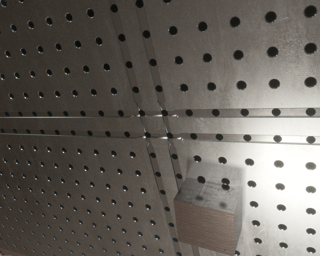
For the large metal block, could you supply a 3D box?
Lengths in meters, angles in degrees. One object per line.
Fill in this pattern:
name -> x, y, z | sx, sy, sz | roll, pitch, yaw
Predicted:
large metal block -> 0.069, 0.123, 0.434 | 0.080, 0.050, 0.079 | 7, 122, 24
